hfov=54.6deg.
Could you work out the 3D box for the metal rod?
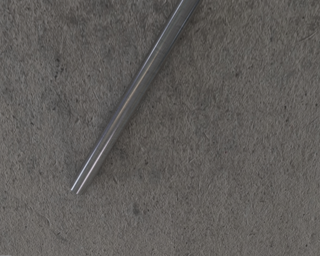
[{"bbox_3d":[-0.038,-0.033,0.396,0.025,0.025,0.299,30,107,-11],"label":"metal rod"}]
